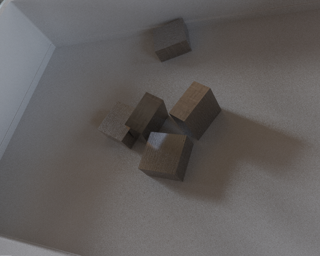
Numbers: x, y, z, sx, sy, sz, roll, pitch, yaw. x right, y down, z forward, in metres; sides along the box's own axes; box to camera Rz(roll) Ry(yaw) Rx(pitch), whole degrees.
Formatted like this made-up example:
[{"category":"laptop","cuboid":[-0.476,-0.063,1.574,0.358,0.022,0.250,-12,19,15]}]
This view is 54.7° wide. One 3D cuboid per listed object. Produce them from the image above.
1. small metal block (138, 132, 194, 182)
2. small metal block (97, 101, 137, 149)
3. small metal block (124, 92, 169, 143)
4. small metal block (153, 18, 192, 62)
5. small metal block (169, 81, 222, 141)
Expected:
[{"category":"small metal block","cuboid":[0.008,0.034,0.379,0.050,0.025,0.050,5,64,30]},{"category":"small metal block","cuboid":[-0.051,-0.005,0.434,0.050,0.025,0.050,23,74,36]},{"category":"small metal block","cuboid":[-0.015,-0.010,0.400,0.025,0.050,0.050,28,76,18]},{"category":"small metal block","cuboid":[0.018,-0.136,0.478,0.050,0.025,0.050,-17,55,18]},{"category":"small metal block","cuboid":[0.044,-0.020,0.378,0.025,0.050,0.050,31,79,37]}]
